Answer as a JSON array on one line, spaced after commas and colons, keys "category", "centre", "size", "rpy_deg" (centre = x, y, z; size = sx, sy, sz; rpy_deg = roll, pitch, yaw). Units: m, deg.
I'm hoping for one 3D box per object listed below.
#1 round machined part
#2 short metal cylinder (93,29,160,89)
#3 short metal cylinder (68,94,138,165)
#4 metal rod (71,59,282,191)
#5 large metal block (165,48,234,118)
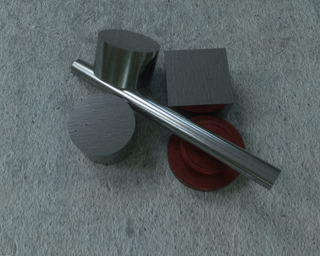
[{"category": "round machined part", "centre": [0.059, 0.028, 0.390], "size": [0.099, 0.042, 0.098], "rpy_deg": [0, 70, 0]}, {"category": "short metal cylinder", "centre": [-0.044, -0.092, 0.409], "size": [0.081, 0.050, 0.080], "rpy_deg": [12, 31, -7]}, {"category": "short metal cylinder", "centre": [-0.070, 0.003, 0.395], "size": [0.081, 0.050, 0.080], "rpy_deg": [0, 70, 0]}, {"category": "metal rod", "centre": [0.001, -0.016, 0.379], "size": [0.300, 0.025, 0.025], "rpy_deg": [31, 72, 24]}, {"category": "large metal block", "centre": [0.048, -0.057, 0.415], "size": [0.081, 0.050, 0.080], "rpy_deg": [-3, 70, -1]}]
